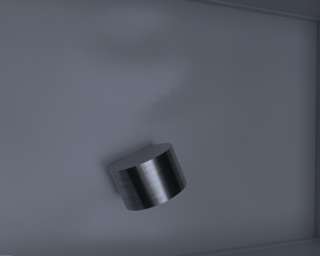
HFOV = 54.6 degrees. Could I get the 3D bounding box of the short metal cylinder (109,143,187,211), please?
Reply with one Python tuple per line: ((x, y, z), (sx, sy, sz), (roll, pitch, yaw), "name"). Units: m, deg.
((-0.014, 0.057, 0.376), (0.080, 0.080, 0.050), (-24, 98, -18), "short metal cylinder")
